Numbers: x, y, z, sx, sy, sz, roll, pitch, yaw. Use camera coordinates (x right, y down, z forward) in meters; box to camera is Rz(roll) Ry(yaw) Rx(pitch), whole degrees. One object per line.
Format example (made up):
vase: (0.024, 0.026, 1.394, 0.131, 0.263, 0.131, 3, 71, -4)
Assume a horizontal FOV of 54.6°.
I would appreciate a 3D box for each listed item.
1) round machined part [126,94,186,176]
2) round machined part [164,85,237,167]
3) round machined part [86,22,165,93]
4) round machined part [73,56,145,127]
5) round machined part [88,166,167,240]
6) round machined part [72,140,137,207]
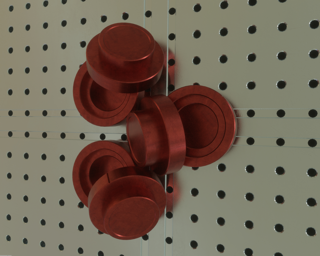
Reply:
round machined part: (-0.011, 0.010, 0.376, 0.042, 0.098, 0.098, -11, 85, -22)
round machined part: (0.047, -0.003, 0.387, 0.098, 0.042, 0.097, 0, 90, 20)
round machined part: (-0.042, -0.094, 0.390, 0.099, 0.042, 0.098, 5, 56, -8)
round machined part: (-0.066, -0.050, 0.426, 0.098, 0.042, 0.097, 0, 90, 20)
round machined part: (-0.038, 0.100, 0.387, 0.099, 0.042, 0.097, -8, 119, -14)
round machined part: (-0.067, 0.065, 0.427, 0.098, 0.042, 0.097, 0, 90, 20)
